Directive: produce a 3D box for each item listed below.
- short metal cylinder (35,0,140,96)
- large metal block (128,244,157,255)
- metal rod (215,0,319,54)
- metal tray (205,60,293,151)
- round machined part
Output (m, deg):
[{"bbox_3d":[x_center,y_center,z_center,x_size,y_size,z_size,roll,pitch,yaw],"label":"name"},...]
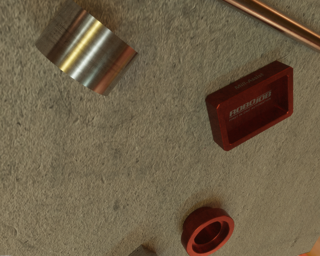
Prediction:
[{"bbox_3d":[-0.066,-0.074,0.290,0.080,0.080,0.050,33,100,-39],"label":"short metal cylinder"},{"bbox_3d":[-0.033,0.259,0.516,0.080,0.080,0.050,-41,130,0],"label":"large metal block"},{"bbox_3d":[0.124,-0.146,0.385,0.302,0.025,0.025,10,113,-33],"label":"metal rod"},{"bbox_3d":[0.136,-0.032,0.460,0.131,0.030,0.090,-28,128,-11],"label":"metal tray"},{"bbox_3d":[0.080,0.180,0.554,0.099,0.042,0.097,-14,125,-21],"label":"round machined part"}]
